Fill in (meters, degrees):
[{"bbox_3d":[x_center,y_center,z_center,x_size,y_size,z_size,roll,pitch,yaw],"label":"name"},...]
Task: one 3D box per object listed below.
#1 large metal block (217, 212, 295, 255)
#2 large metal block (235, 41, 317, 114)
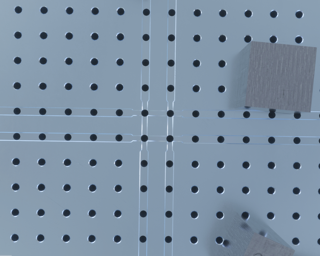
[{"bbox_3d":[0.112,0.163,0.387,0.050,0.080,0.080,25,90,0],"label":"large metal block"},{"bbox_3d":[0.147,-0.062,0.402,0.080,0.050,0.080,6,90,0],"label":"large metal block"}]
